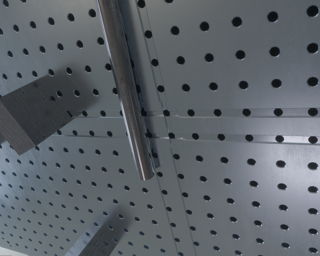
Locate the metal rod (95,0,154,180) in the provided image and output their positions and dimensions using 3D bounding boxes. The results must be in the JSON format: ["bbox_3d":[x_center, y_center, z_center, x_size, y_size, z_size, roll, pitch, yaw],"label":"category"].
[{"bbox_3d":[-0.045,-0.059,0.398,0.025,0.025,0.298,4,121,26],"label":"metal rod"}]

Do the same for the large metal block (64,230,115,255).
[{"bbox_3d":[-0.149,0.258,0.614,0.080,0.080,0.050,-34,100,38],"label":"large metal block"}]

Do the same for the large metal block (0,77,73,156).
[{"bbox_3d":[-0.195,-0.018,0.467,0.050,0.080,0.080,-25,105,37],"label":"large metal block"}]
